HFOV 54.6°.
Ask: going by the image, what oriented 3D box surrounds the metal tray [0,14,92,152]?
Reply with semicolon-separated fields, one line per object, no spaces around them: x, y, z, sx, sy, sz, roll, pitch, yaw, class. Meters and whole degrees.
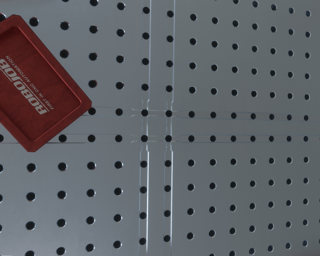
-0.154;-0.048;0.353;0.090;0.030;0.130;-42;103;-15;metal tray
